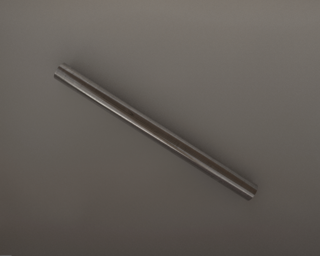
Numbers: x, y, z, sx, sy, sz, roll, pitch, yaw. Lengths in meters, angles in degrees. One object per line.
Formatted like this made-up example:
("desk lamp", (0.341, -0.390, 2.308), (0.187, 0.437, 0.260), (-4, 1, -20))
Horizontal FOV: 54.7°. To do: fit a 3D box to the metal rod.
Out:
("metal rod", (-0.005, 0.005, 0.409), (0.301, 0.025, 0.025), (32, 90, -1))
